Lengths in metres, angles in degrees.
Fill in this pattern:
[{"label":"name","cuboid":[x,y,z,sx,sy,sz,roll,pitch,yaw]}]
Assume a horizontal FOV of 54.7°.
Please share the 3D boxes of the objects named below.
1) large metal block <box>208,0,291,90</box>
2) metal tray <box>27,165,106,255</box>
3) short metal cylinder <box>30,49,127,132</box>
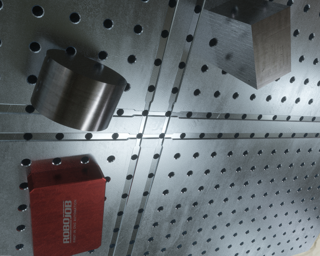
[{"label":"large metal block","cuboid":[0.107,-0.105,0.372,0.050,0.080,0.080,-28,128,-11]},{"label":"metal tray","cuboid":[-0.124,0.116,0.413,0.091,0.030,0.129,-6,121,-26]},{"label":"short metal cylinder","cuboid":[-0.080,-0.038,0.309,0.081,0.080,0.050,13,111,-34]}]
